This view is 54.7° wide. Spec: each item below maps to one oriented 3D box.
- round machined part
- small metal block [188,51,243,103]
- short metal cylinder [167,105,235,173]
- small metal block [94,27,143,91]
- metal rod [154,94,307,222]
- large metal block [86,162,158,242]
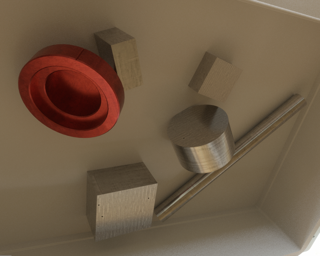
[{"bbox_3d":[-0.083,-0.039,0.309,0.099,0.042,0.097,6,132,7],"label":"round machined part"},{"bbox_3d":[0.074,-0.066,0.410,0.050,0.025,0.050,15,110,-35],"label":"small metal block"},{"bbox_3d":[0.056,0.013,0.414,0.080,0.080,0.050,-31,129,-9],"label":"short metal cylinder"},{"bbox_3d":[-0.043,-0.072,0.324,0.025,0.050,0.050,-23,127,-19],"label":"small metal block"},{"bbox_3d":[0.114,0.047,0.502,0.301,0.025,0.025,-39,130,-2],"label":"metal rod"},{"bbox_3d":[-0.055,0.099,0.426,0.081,0.050,0.079,-7,122,-26],"label":"large metal block"}]
